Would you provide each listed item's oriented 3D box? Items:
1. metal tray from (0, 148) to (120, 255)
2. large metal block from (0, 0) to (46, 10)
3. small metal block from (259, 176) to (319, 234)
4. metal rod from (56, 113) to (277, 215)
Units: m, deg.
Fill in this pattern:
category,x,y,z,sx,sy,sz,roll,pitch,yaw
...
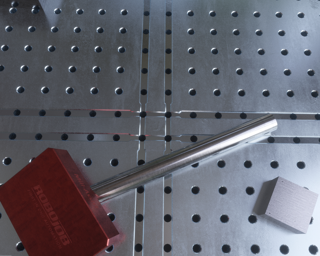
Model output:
category,x,y,z,sx,sy,sz,roll,pitch,yaw
metal tray,-0.119,0.099,0.357,0.090,0.030,0.130,-39,74,6
large metal block,-0.220,-0.237,0.482,0.080,0.050,0.080,6,70,2
small metal block,0.157,0.095,0.379,0.050,0.025,0.050,25,72,8
metal rod,0.011,0.046,0.395,0.302,0.025,0.025,-21,72,-8
